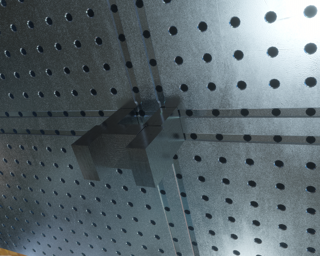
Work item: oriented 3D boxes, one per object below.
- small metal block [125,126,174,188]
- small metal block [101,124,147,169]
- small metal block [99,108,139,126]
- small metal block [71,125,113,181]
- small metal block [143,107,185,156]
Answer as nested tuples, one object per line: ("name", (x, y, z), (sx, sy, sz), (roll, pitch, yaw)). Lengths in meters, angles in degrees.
("small metal block", (-0.010, 0.031, 0.352), (0.025, 0.050, 0.050), (1, 118, 28))
("small metal block", (-0.038, 0.023, 0.380), (0.050, 0.025, 0.050), (1, 119, 27))
("small metal block", (-0.052, 0.007, 0.424), (0.025, 0.050, 0.050), (1, 119, 27))
("small metal block", (-0.077, 0.030, 0.387), (0.025, 0.050, 0.050), (1, 118, 28))
("small metal block", (0.006, 0.007, 0.394), (0.025, 0.050, 0.050), (-1, 118, 28))
